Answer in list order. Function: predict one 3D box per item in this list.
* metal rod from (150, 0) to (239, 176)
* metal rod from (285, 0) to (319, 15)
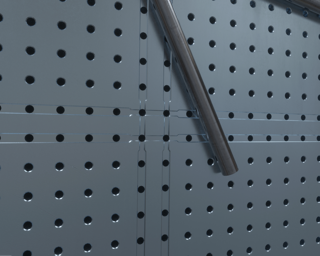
[{"bbox_3d":[0.044,-0.072,0.429,0.025,0.025,0.299,-26,99,-18],"label":"metal rod"},{"bbox_3d":[0.162,-0.224,0.473,0.302,0.025,0.025,12,86,-20],"label":"metal rod"}]
